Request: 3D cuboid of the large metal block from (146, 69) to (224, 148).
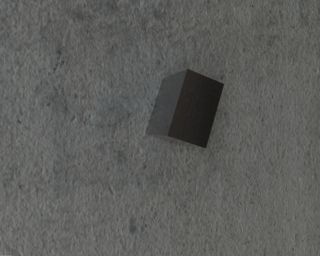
[{"bbox_3d":[0.028,-0.022,0.391,0.050,0.080,0.080,19,84,-20],"label":"large metal block"}]
